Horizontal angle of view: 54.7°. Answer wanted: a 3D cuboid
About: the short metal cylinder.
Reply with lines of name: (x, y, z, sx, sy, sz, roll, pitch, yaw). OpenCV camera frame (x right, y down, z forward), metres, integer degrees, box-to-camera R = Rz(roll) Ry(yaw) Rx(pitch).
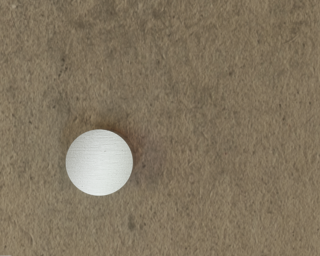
short metal cylinder: (-0.073, 0.041, 0.397, 0.081, 0.050, 0.079, 0, 90, -1)
